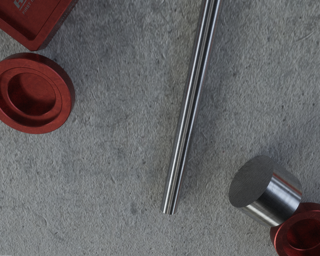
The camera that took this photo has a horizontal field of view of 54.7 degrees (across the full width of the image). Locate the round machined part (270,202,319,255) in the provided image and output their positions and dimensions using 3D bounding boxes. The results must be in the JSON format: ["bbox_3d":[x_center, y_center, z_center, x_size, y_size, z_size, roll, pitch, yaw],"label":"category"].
[{"bbox_3d":[0.212,0.151,0.460,0.099,0.042,0.097,0,110,-1],"label":"round machined part"}]

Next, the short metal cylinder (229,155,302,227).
[{"bbox_3d":[0.138,0.083,0.413,0.050,0.080,0.080,36,106,-13],"label":"short metal cylinder"}]

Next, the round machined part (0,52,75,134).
[{"bbox_3d":[-0.152,-0.044,0.377,0.099,0.042,0.097,0,120,-1],"label":"round machined part"}]

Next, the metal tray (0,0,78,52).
[{"bbox_3d":[-0.138,-0.163,0.344,0.090,0.030,0.130,38,105,-13],"label":"metal tray"}]

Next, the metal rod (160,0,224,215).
[{"bbox_3d":[0.038,-0.018,0.403,0.025,0.025,0.298,9,110,-4],"label":"metal rod"}]
